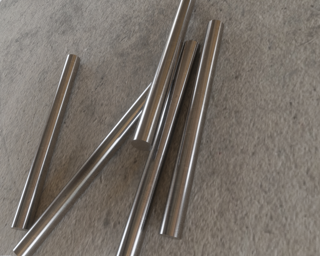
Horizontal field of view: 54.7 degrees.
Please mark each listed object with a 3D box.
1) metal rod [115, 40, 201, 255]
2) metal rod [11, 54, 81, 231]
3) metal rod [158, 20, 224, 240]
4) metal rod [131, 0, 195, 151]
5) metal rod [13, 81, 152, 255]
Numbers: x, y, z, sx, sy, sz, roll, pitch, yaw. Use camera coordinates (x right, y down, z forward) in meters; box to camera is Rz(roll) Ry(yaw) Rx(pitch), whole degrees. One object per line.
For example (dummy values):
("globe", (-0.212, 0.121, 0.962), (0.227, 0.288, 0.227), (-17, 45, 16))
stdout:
("metal rod", (0.005, 0.012, 0.392), (0.025, 0.025, 0.300), (4, 63, 29))
("metal rod", (-0.172, 0.006, 0.487), (0.025, 0.025, 0.299), (-7, 58, 24))
("metal rod", (0.046, -0.017, 0.389), (0.025, 0.025, 0.300), (1, 62, 28))
("metal rod", (0.014, -0.102, 0.433), (0.025, 0.025, 0.300), (-2, 53, 27))
("metal rod", (-0.084, 0.044, 0.419), (0.025, 0.025, 0.300), (32, 79, 37))
